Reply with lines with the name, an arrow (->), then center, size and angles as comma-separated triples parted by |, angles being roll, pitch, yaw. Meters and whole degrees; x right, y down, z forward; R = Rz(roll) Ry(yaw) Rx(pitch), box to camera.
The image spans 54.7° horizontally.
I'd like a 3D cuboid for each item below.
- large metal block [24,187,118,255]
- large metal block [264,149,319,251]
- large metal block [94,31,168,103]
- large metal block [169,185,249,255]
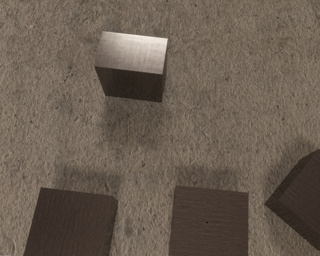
large metal block -> -0.097, 0.116, 0.351 | 0.080, 0.050, 0.080 | 7, 70, 2
large metal block -> 0.188, 0.086, 0.366 | 0.080, 0.050, 0.080 | 41, 75, 13
large metal block -> -0.034, -0.077, 0.407 | 0.080, 0.080, 0.050 | 7, 70, 2
large metal block -> 0.054, 0.113, 0.354 | 0.080, 0.050, 0.080 | 6, 70, 2
